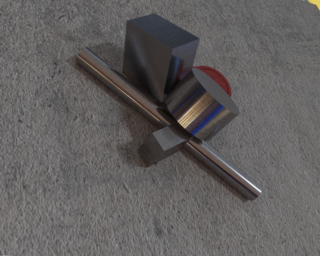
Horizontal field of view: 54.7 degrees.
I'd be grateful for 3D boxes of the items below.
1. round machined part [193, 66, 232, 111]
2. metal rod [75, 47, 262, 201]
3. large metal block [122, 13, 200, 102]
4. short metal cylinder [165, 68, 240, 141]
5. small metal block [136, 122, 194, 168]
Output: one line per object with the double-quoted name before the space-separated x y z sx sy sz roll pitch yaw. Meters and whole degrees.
"round machined part" 0.067 -0.054 0.465 0.099 0.042 0.098 14 56 -21
"metal rod" 0.014 -0.004 0.417 0.300 0.025 0.025 39 51 -3
"large metal block" -0.002 -0.095 0.415 0.080 0.079 0.050 38 48 26
"short metal cylinder" 0.053 -0.030 0.390 0.080 0.050 0.080 36 24 -19
"small metal block" 0.006 0.020 0.383 0.050 0.050 0.025 -23 74 -37
